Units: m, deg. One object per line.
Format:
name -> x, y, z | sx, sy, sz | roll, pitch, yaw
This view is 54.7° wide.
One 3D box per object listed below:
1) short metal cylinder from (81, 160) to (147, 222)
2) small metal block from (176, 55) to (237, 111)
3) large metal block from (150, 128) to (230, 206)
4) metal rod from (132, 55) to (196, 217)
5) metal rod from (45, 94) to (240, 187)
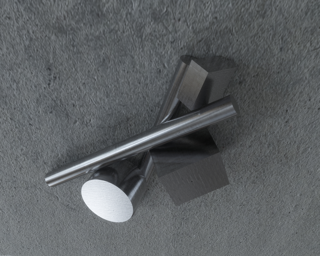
short metal cylinder -> -0.066, 0.090, 0.452 | 0.080, 0.050, 0.079 | 11, 125, 17
small metal block -> 0.052, -0.051, 0.349 | 0.050, 0.025, 0.050 | -18, 143, -40
large metal block -> 0.041, 0.052, 0.418 | 0.080, 0.050, 0.080 | -23, 137, 3
metal rod -> -0.010, 0.034, 0.436 | 0.025, 0.025, 0.298 | 13, 129, -11
metal rod -> -0.041, 0.026, 0.408 | 0.300, 0.025, 0.025 | -23, 127, 26
